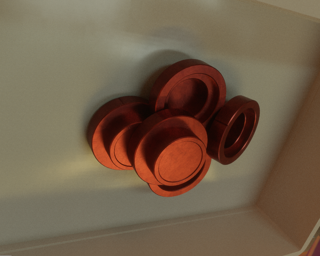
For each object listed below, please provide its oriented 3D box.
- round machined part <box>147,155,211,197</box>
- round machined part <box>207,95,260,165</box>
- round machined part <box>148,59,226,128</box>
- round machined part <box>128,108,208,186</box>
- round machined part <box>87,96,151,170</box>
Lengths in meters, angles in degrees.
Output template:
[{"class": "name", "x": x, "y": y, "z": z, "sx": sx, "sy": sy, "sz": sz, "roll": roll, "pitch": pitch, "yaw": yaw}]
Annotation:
[{"class": "round machined part", "x": 0.020, "y": 0.046, "z": 0.436, "sx": 0.099, "sy": 0.042, "sz": 0.097, "roll": -14, "pitch": 125, "yaw": -21}, {"class": "round machined part", "x": 0.095, "y": -0.001, "z": 0.435, "sx": 0.099, "sy": 0.042, "sz": 0.097, "roll": -30, "pitch": 135, "yaw": -35}, {"class": "round machined part", "x": 0.030, "y": -0.040, "z": 0.389, "sx": 0.099, "sy": 0.042, "sz": 0.097, "roll": -14, "pitch": 125, "yaw": -21}, {"class": "round machined part", "x": 0.015, "y": 0.029, "z": 0.367, "sx": 0.099, "sy": 0.042, "sz": 0.097, "roll": -14, "pitch": 125, "yaw": -21}, {"class": "round machined part", "x": -0.036, "y": 0.013, "z": 0.383, "sx": 0.099, "sy": 0.042, "sz": 0.097, "roll": -14, "pitch": 125, "yaw": -21}]
